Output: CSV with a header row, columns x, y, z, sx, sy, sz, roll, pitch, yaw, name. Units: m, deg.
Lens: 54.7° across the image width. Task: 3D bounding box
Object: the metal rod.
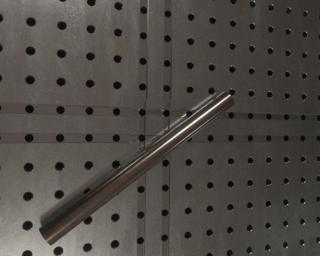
x,y,z,sx,sy,sz,roll,pitch,yaw,name
-0.018,0.043,0.407,0.301,0.025,0.025,-36,102,-17,metal rod
